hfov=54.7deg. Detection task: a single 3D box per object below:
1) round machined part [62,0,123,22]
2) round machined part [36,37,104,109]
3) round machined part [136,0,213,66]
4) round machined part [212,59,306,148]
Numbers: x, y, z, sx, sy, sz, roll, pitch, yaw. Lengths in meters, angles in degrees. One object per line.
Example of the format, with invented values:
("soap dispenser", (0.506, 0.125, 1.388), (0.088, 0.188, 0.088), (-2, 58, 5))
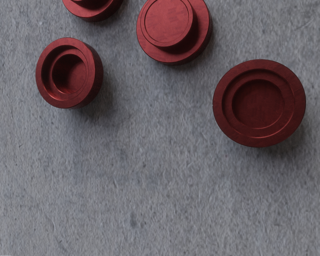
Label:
("round machined part", (-0.100, -0.204, 0.434), (0.098, 0.042, 0.097), (0, 90, 19))
("round machined part", (-0.123, -0.075, 0.442), (0.098, 0.042, 0.097), (0, 90, 19))
("round machined part", (0.014, -0.132, 0.394), (0.098, 0.042, 0.097), (0, 90, 19))
("round machined part", (0.114, -0.027, 0.360), (0.098, 0.042, 0.097), (0, 90, 19))
